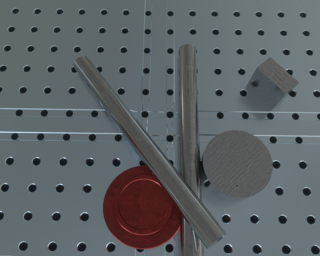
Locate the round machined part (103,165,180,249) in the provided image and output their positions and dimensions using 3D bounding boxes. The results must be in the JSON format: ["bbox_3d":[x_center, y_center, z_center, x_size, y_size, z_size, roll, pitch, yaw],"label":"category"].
[{"bbox_3d":[-0.019,0.092,0.369,0.099,0.042,0.098,0,70,0],"label":"round machined part"}]

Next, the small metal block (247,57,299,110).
[{"bbox_3d":[0.152,-0.060,0.421,0.025,0.050,0.050,-39,75,-13],"label":"small metal block"}]

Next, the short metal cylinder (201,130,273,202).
[{"bbox_3d":[0.090,0.048,0.381,0.081,0.050,0.080,0,70,0],"label":"short metal cylinder"}]

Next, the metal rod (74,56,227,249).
[{"bbox_3d":[-0.028,0.010,0.377,0.025,0.025,0.300,-33,62,-11],"label":"metal rod"}]

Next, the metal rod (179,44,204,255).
[{"bbox_3d":[0.037,0.020,0.388,0.025,0.025,0.299,1,64,0],"label":"metal rod"}]
